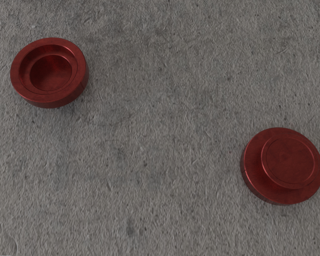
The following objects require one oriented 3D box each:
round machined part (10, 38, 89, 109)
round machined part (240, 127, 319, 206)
[{"bbox_3d":[-0.146,-0.071,0.424,0.099,0.042,0.098,0,70,0],"label":"round machined part"},{"bbox_3d":[0.153,0.044,0.384,0.099,0.042,0.098,0,70,0],"label":"round machined part"}]
